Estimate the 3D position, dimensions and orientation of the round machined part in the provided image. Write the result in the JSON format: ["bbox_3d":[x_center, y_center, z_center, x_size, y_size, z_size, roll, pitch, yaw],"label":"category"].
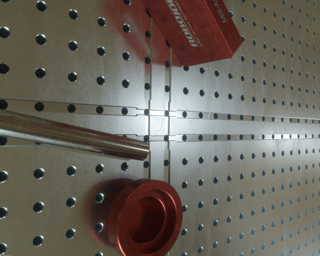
[{"bbox_3d":[-0.022,0.110,0.380,0.099,0.042,0.097,0,90,-40],"label":"round machined part"}]

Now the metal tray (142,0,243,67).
[{"bbox_3d":[0.037,-0.145,0.397,0.030,0.090,0.130,-52,121,-27],"label":"metal tray"}]

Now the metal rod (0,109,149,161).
[{"bbox_3d":[-0.135,-0.002,0.295,0.302,0.025,0.025,15,80,-39],"label":"metal rod"}]
